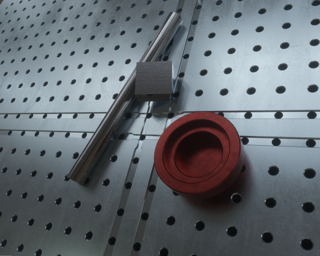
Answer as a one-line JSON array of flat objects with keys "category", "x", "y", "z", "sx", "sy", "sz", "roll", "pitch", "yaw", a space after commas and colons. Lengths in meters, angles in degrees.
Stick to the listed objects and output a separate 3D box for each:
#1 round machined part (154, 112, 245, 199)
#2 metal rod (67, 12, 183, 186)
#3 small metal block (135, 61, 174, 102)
[{"category": "round machined part", "x": 0.047, "y": 0.033, "z": 0.352, "sx": 0.098, "sy": 0.042, "sz": 0.098, "roll": -13, "pitch": 56, "yaw": 20}, {"category": "metal rod", "x": -0.045, "y": -0.053, "z": 0.462, "sx": 0.025, "sy": 0.025, "sz": 0.300, "roll": 18, "pitch": 71, "yaw": 35}, {"category": "small metal block", "x": -0.007, "y": -0.065, "z": 0.436, "sx": 0.050, "sy": 0.025, "sz": 0.050, "roll": -1, "pitch": 71, "yaw": 7}]
